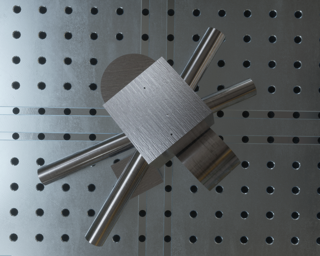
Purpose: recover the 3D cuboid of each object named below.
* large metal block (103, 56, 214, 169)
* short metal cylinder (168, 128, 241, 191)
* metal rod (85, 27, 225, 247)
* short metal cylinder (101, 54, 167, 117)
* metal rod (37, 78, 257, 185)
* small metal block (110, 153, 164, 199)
[{"bbox_3d":[0.001,-0.014,0.334,0.080,0.050,0.080,-40,73,1],"label":"large metal block"},{"bbox_3d":[0.052,0.031,0.383,0.050,0.080,0.080,-43,90,1],"label":"short metal cylinder"},{"bbox_3d":[-0.006,0.010,0.385,0.025,0.025,0.299,31,89,0],"label":"metal rod"},{"bbox_3d":[-0.031,-0.050,0.397,0.081,0.050,0.079,0,90,0],"label":"short metal cylinder"},{"bbox_3d":[-0.016,0.005,0.409,0.301,0.025,0.025,-23,90,0],"label":"metal rod"},{"bbox_3d":[-0.030,0.059,0.410,0.050,0.025,0.050,-28,90,0],"label":"small metal block"}]
